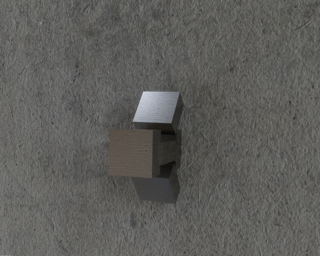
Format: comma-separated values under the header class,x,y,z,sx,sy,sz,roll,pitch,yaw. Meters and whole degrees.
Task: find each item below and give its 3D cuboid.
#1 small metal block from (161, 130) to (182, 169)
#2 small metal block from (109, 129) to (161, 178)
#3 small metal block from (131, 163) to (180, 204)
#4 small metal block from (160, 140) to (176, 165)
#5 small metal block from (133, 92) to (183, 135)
class,x,y,z,sx,sy,sz,roll,pitch,yaw
small metal block,0.001,0.026,0.410,0.050,0.025,0.050,3,91,19
small metal block,-0.027,0.026,0.339,0.050,0.025,0.050,1,90,19
small metal block,-0.005,0.069,0.398,0.050,0.025,0.050,3,132,19
small metal block,-0.012,0.027,0.373,0.050,0.050,0.025,3,91,19
small metal block,-0.001,-0.020,0.397,0.050,0.025,0.050,3,55,20
